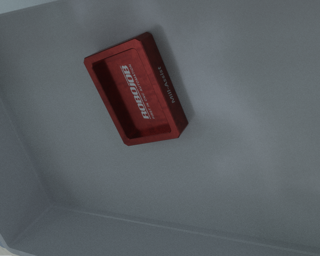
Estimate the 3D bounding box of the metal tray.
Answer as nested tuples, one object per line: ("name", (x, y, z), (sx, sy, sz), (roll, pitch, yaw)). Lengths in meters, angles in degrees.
("metal tray", (-0.029, -0.044, 0.394), (0.090, 0.030, 0.130), (-11, 113, 33))
